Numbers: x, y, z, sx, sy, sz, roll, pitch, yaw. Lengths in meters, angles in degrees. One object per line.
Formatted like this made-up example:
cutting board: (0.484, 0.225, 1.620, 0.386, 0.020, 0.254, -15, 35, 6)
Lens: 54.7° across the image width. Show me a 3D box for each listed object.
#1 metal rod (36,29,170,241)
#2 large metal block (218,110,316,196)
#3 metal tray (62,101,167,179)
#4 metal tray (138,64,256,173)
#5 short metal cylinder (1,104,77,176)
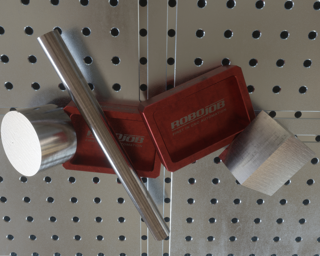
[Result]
metal rod: (-0.061, 0.023, 0.389, 0.025, 0.025, 0.299, -24, 109, 8)
large metal block: (0.137, 0.035, 0.395, 0.080, 0.050, 0.080, 25, 112, -42)
metal tray: (-0.061, 0.016, 0.415, 0.131, 0.030, 0.089, 6, 110, -3)
metal tray: (0.050, -0.013, 0.386, 0.131, 0.030, 0.090, -25, 109, -9)
short metal cylinder: (-0.150, 0.013, 0.384, 0.080, 0.050, 0.079, 10, 109, 33)
